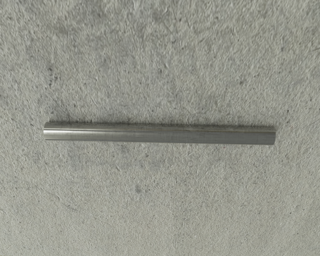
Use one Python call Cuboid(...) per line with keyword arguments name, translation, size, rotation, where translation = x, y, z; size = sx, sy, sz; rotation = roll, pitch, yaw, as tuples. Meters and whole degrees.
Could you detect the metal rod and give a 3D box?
Cuboid(name="metal rod", translation=(0.001, 0.008, 0.415), size=(0.302, 0.025, 0.025), rotation=(1, 130, -2))
